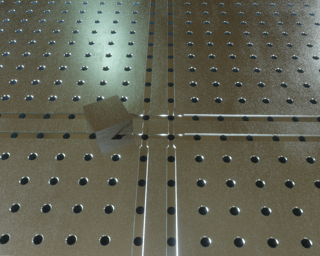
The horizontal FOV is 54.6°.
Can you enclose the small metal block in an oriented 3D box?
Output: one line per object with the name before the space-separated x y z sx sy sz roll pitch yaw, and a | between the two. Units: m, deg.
small metal block | -0.070 -0.013 0.418 0.050 0.025 0.050 -21 53 -17
